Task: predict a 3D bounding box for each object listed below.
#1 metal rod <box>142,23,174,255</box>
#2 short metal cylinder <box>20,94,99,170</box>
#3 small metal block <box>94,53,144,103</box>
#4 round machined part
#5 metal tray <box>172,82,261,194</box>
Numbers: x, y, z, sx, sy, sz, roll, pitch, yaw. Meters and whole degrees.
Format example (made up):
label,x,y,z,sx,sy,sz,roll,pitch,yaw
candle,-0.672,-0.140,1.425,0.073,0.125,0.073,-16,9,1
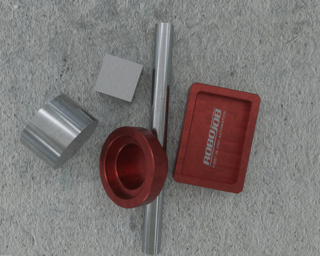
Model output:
label,x,y,z,sx,sy,sz,roll,pitch,yaw
metal rod,-0.003,0.014,0.409,0.025,0.025,0.298,3,90,0
short metal cylinder,-0.122,0.005,0.381,0.050,0.080,0.080,40,90,0
small metal block,-0.053,-0.065,0.410,0.050,0.025,0.050,18,90,0
round machined part,-0.028,0.047,0.385,0.098,0.042,0.097,-3,86,42
metal tray,0.072,0.013,0.408,0.091,0.030,0.129,11,90,0
